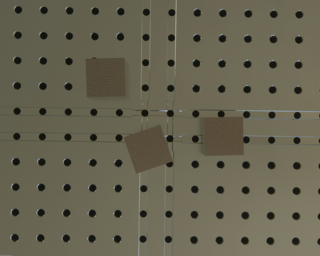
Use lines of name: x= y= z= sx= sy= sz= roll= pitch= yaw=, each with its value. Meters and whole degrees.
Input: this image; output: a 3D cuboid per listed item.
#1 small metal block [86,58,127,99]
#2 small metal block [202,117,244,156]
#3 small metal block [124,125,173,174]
small metal block: x=-0.070 y=-0.065 z=0.413 sx=0.050 sy=0.025 sz=0.050 roll=-2 pitch=90 yaw=0
small metal block: x=0.083 y=0.011 z=0.414 sx=0.050 sy=0.025 sz=0.050 roll=-1 pitch=90 yaw=0
small metal block: x=-0.015 y=0.028 z=0.413 sx=0.050 sy=0.025 sz=0.050 roll=-19 pitch=90 yaw=0
